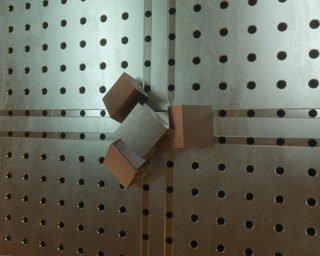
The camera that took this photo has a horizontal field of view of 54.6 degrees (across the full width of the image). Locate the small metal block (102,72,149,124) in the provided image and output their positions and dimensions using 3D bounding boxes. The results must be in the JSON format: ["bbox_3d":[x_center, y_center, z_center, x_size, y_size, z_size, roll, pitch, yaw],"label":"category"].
[{"bbox_3d":[-0.047,-0.040,0.417,0.050,0.025,0.050,-48,40,13],"label":"small metal block"}]

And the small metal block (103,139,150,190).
[{"bbox_3d":[-0.046,0.047,0.416,0.050,0.025,0.050,47,142,14],"label":"small metal block"}]

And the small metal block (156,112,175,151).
[{"bbox_3d":[-0.007,0.003,0.416,0.050,0.025,0.050,2,93,20],"label":"small metal block"}]

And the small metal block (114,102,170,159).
[{"bbox_3d":[-0.020,0.003,0.393,0.050,0.025,0.050,43,103,14],"label":"small metal block"}]

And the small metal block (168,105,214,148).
[{"bbox_3d":[0.039,-0.002,0.383,0.025,0.050,0.050,-4,88,53],"label":"small metal block"}]
